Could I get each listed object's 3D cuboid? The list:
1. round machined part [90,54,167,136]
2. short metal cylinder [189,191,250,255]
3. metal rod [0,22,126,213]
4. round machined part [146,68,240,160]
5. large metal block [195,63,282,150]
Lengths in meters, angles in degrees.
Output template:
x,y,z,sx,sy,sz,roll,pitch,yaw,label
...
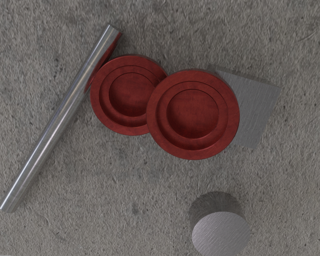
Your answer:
x,y,z,sx,sy,sz,roll,pitch,yaw,label
-0.033,-0.043,0.384,0.099,0.042,0.097,0,110,-1,round machined part
0.084,0.140,0.449,0.081,0.050,0.079,0,110,0,short metal cylinder
-0.136,-0.002,0.407,0.025,0.025,0.299,33,107,-12,metal rod
0.037,-0.017,0.344,0.098,0.042,0.097,3,107,10,round machined part
0.090,-0.028,0.387,0.080,0.050,0.079,15,109,-6,large metal block
